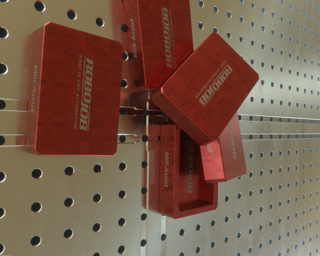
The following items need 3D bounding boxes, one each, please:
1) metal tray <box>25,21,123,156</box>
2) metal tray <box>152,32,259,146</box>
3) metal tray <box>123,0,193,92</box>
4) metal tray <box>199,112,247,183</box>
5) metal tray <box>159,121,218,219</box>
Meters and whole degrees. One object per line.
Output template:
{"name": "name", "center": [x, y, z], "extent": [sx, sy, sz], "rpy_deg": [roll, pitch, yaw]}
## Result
{"name": "metal tray", "center": [-0.089, -0.036, 0.333], "extent": [0.091, 0.030, 0.129], "rpy_deg": [5, 87, -40]}
{"name": "metal tray", "center": [0.063, -0.053, 0.399], "extent": [0.090, 0.030, 0.130], "rpy_deg": [43, 61, -6]}
{"name": "metal tray", "center": [0.002, -0.116, 0.409], "extent": [0.091, 0.030, 0.129], "rpy_deg": [-10, 96, -40]}
{"name": "metal tray", "center": [0.089, 0.009, 0.454], "extent": [0.091, 0.030, 0.129], "rpy_deg": [1, 79, -57]}
{"name": "metal tray", "center": [0.044, 0.056, 0.444], "extent": [0.091, 0.030, 0.129], "rpy_deg": [2, 89, -40]}
